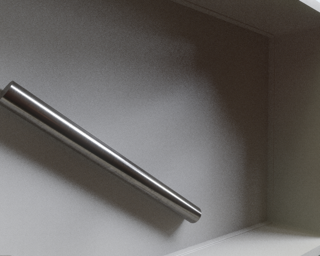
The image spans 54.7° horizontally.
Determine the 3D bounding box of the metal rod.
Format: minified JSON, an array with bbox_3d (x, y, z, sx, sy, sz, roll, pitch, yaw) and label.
[{"bbox_3d":[-0.047,0.046,0.368,0.301,0.025,0.025,40,66,-33],"label":"metal rod"}]
